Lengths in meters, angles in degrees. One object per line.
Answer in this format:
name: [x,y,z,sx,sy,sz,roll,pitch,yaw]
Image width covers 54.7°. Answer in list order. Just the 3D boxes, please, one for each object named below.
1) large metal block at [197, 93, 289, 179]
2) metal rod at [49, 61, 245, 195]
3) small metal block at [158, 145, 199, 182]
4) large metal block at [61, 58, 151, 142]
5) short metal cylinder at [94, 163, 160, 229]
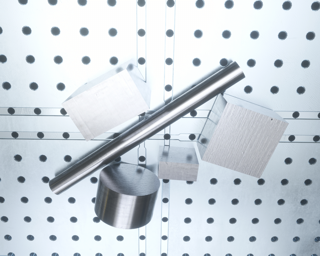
large metal block: [0.103,0.009,0.402,0.080,0.050,0.079,18,109,-7]
metal rod: [-0.025,0.005,0.414,0.300,0.025,0.025,-32,107,11]
small metal block: [0.023,0.047,0.418,0.050,0.050,0.025,5,110,-2]
large metal block: [-0.059,-0.037,0.370,0.080,0.080,0.050,-27,108,9]
short metal cylinder: [-0.044,0.089,0.416,0.081,0.080,0.050,11,110,-5]
